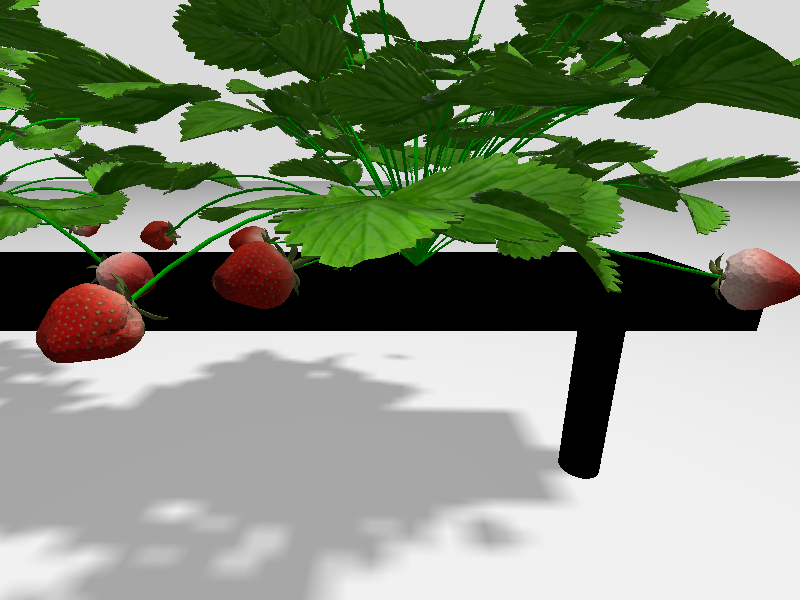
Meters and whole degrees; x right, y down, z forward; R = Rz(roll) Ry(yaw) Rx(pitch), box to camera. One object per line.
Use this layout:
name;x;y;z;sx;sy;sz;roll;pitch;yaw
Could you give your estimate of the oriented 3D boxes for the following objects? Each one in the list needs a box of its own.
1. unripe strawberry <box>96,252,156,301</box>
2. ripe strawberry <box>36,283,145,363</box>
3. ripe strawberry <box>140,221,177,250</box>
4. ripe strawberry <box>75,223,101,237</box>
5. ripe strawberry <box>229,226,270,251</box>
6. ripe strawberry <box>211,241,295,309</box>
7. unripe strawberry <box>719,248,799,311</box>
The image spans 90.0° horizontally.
unripe strawberry;-0.175;-0.014;0.259;0.034;0.033;0.031;12;21;18
ripe strawberry;-0.135;0.012;0.173;0.039;0.035;0.035;14;41;36
ripe strawberry;-0.254;-0.068;0.420;0.031;0.031;0.034;1;18;15
ripe strawberry;-0.405;-0.101;0.518;0.034;0.036;0.037;3;18;9
ripe strawberry;-0.143;-0.054;0.378;0.035;0.030;0.035;2;18;9
ripe strawberry;-0.089;-0.014;0.242;0.046;0.039;0.046;16;24;39
unripe strawberry;0.220;-0.012;0.244;0.039;0.038;0.036;10;21;27
